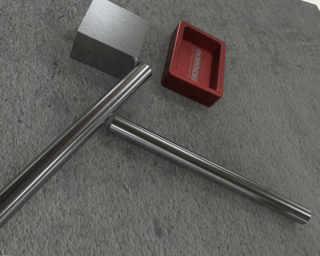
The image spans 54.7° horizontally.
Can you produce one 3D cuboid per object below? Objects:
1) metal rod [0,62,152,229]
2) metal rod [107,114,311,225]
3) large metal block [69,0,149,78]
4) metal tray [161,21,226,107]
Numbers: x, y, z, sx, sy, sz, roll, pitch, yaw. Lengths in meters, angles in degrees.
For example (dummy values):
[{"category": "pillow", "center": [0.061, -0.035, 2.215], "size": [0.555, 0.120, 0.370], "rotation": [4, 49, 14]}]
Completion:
[{"category": "metal rod", "center": [-0.099, 0.018, 0.327], "size": [0.025, 0.025, 0.301], "rotation": [40, 55, -2]}, {"category": "metal rod", "center": [0.073, 0.059, 0.408], "size": [0.301, 0.025, 0.025], "rotation": [27, 52, -12]}, {"category": "large metal block", "center": [-0.068, -0.123, 0.427], "size": [0.080, 0.050, 0.080], "rotation": [22, 53, -15]}, {"category": "metal tray", "center": [0.057, -0.105, 0.497], "size": [0.091, 0.030, 0.130], "rotation": [23, 53, -15]}]
